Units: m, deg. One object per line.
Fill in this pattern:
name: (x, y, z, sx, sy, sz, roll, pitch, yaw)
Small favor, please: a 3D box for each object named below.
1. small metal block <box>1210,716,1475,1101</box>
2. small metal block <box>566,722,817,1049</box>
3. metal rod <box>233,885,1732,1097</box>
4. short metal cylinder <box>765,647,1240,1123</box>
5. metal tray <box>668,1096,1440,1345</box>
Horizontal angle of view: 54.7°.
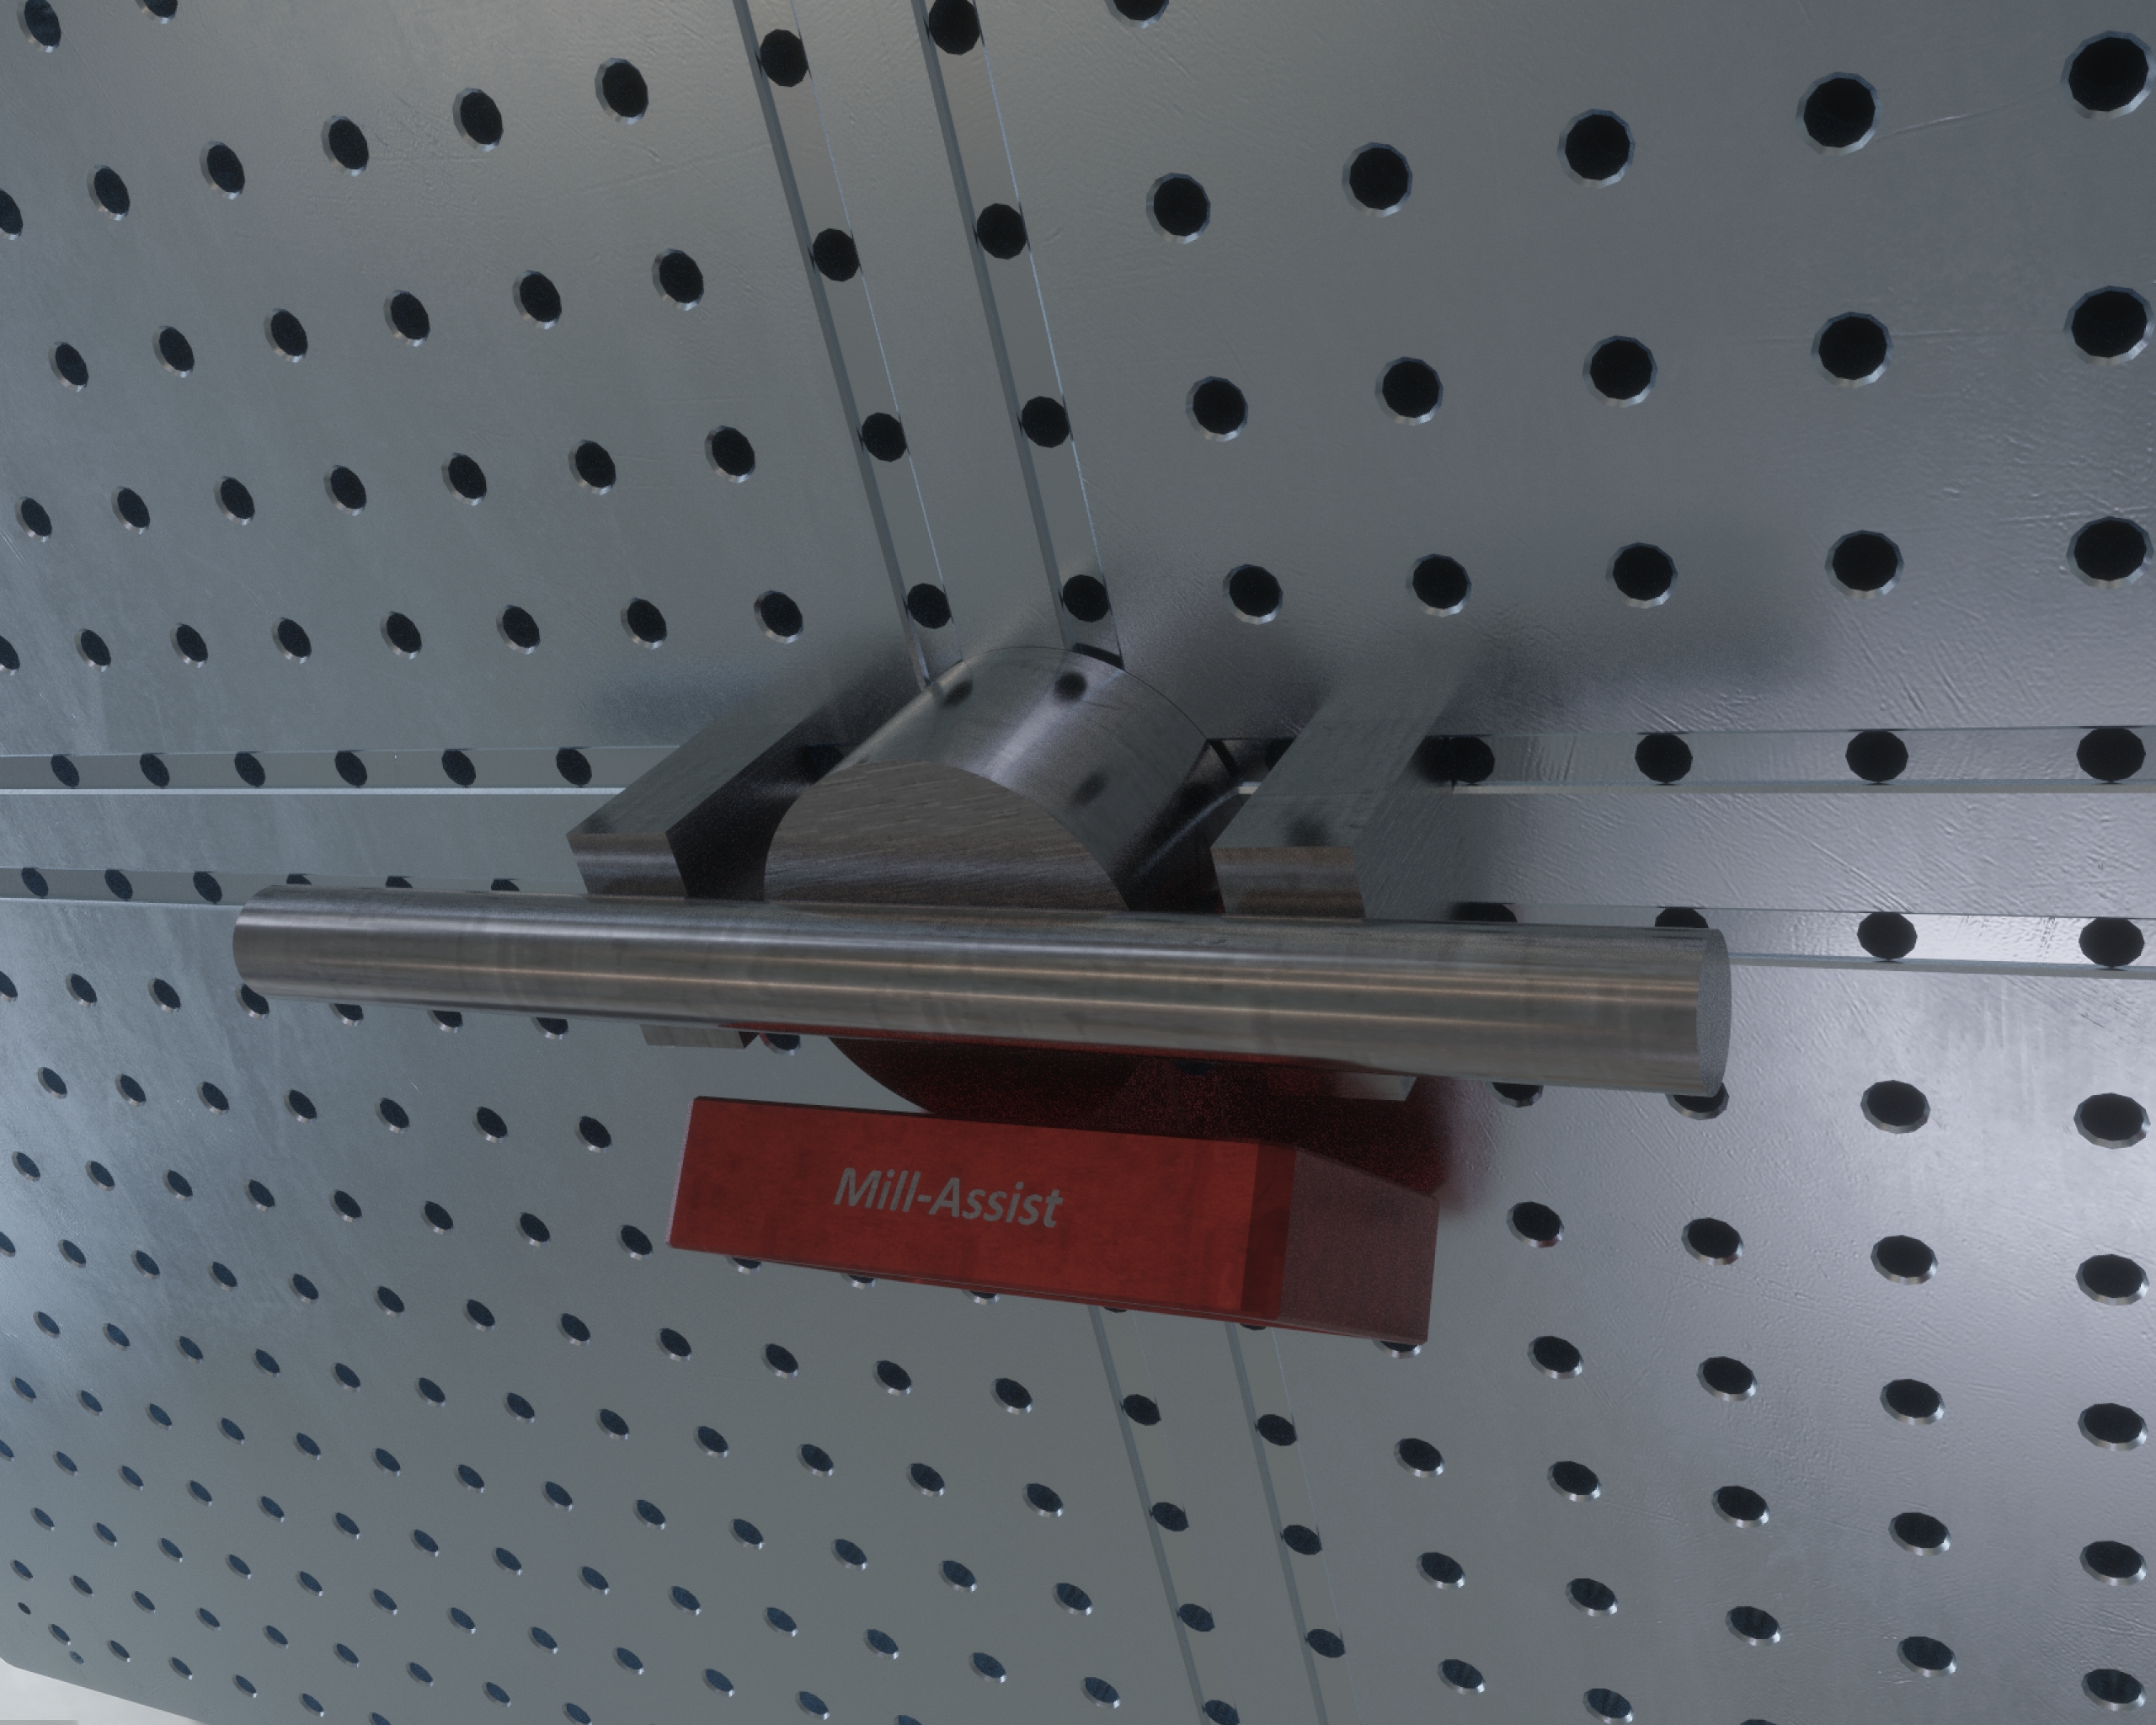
small metal block: (0.050, 0.007, 0.374, 0.025, 0.050, 0.050, -1, 118, 29)
small metal block: (-0.074, 0.004, 0.437, 0.025, 0.050, 0.050, -1, 118, 29)
metal rod: (-0.039, 0.020, 0.379, 0.300, 0.025, 0.025, 1, 119, 28)
short metal cylinder: (-0.013, 0.005, 0.405, 0.080, 0.050, 0.079, 13, 124, 21)
metal tray: (-0.004, 0.072, 0.419, 0.130, 0.090, 0.030, 1, 76, 28)
